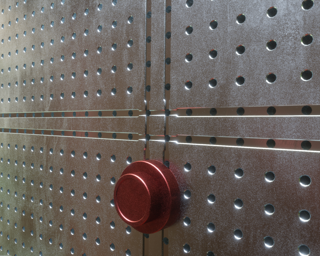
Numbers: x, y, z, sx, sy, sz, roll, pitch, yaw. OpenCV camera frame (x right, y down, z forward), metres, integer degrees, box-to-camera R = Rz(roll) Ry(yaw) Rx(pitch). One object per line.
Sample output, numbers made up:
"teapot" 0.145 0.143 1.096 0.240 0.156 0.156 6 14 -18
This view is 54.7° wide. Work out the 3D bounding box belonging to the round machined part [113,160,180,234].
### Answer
"round machined part" -0.024 0.093 0.416 0.098 0.042 0.097 0 90 39
